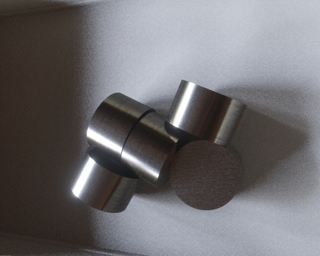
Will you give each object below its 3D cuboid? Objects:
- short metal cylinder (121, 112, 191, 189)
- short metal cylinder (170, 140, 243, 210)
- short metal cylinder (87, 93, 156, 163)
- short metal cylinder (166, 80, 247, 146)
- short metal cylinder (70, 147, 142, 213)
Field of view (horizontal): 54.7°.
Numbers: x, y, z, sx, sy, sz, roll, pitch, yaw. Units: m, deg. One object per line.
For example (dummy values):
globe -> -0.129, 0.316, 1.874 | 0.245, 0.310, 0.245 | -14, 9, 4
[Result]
short metal cylinder -> -0.003, 0.027, 0.381 | 0.050, 0.080, 0.080 | 28, 99, 17
short metal cylinder -> 0.058, 0.053, 0.374 | 0.080, 0.050, 0.079 | 0, 90, 19
short metal cylinder -> -0.047, 0.001, 0.395 | 0.050, 0.080, 0.080 | 27, 99, 17
short metal cylinder -> 0.053, -0.018, 0.360 | 0.080, 0.080, 0.050 | 24, 98, 18
short metal cylinder -> -0.068, 0.065, 0.402 | 0.080, 0.080, 0.050 | 31, 100, 17
